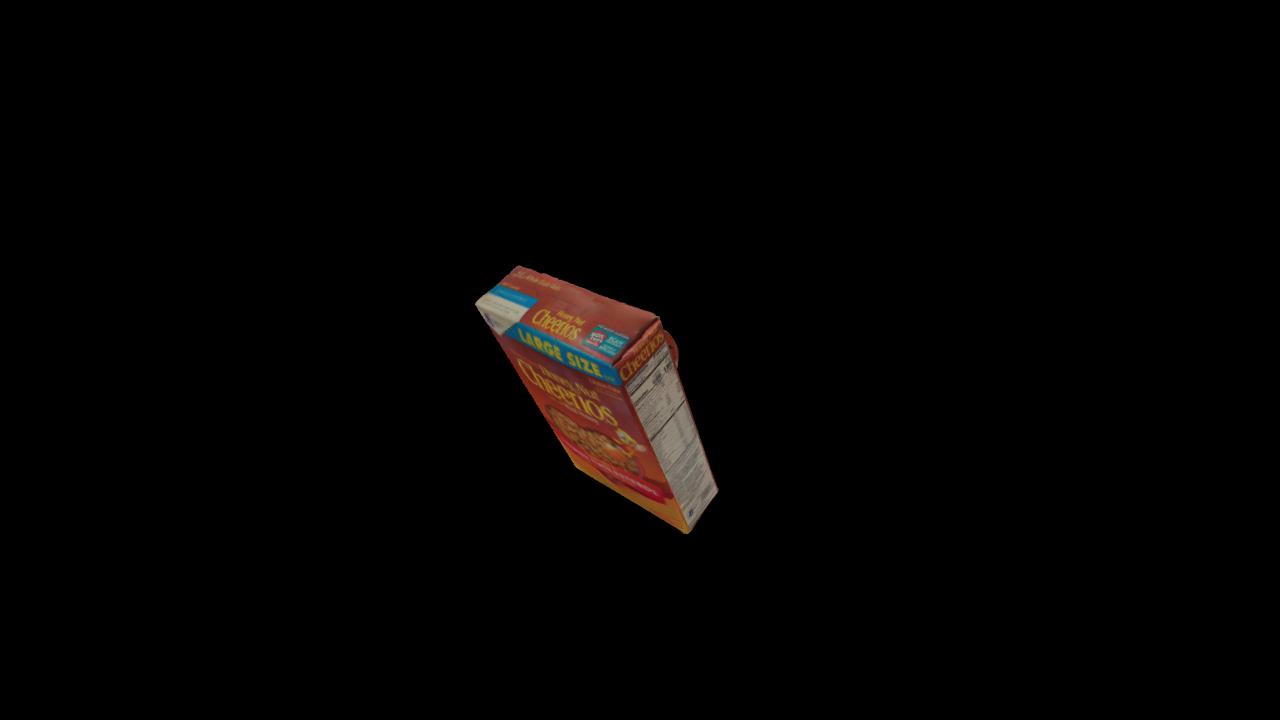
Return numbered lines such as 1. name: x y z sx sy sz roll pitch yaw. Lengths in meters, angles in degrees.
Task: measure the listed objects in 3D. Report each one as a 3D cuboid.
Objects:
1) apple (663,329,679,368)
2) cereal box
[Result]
1. apple: 0.004 0.003 0.700 0.079 0.079 0.093 0 -26 -44
2. cereal box: -0.038 0.051 0.685 0.203 0.081 0.306 23 -30 36
